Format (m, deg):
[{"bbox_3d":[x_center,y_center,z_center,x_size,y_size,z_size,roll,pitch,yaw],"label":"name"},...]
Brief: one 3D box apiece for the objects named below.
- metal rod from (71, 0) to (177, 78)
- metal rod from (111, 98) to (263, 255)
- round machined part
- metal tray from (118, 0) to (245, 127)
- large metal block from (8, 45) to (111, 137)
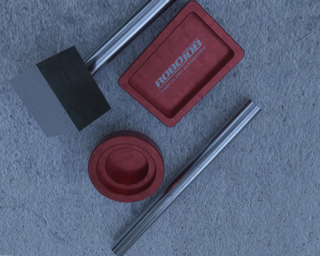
[{"bbox_3d":[0.008,-0.153,0.353,0.300,0.025,0.025,-40,106,13],"label":"metal rod"},{"bbox_3d":[0.029,0.078,0.439,0.025,0.025,0.299,37,106,-13],"label":"metal rod"},{"bbox_3d":[-0.044,0.048,0.418,0.099,0.042,0.097,0,110,-1],"label":"round machined part"},{"bbox_3d":[0.024,-0.075,0.379,0.090,0.030,0.130,41,105,-14],"label":"metal tray"},{"bbox_3d":[-0.116,-0.039,0.359,0.080,0.050,0.080,-8,117,46],"label":"large metal block"}]
